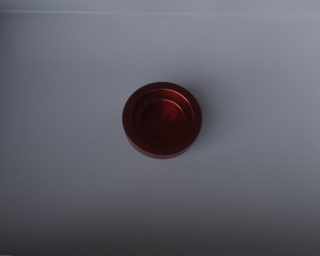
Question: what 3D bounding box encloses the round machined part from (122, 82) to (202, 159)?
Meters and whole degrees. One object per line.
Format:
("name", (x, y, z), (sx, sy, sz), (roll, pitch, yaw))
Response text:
("round machined part", (0.003, -0.007, 0.399), (0.099, 0.042, 0.098), (0, 70, -1))
